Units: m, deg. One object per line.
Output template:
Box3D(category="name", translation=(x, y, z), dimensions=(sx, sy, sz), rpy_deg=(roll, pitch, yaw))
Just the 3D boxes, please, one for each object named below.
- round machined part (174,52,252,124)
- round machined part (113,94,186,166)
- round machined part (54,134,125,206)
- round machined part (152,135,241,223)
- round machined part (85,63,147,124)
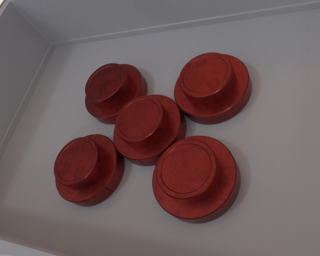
Box3D(category="round machined part", translation=(0.063, -0.057, 0.394), dimensions=(0.098, 0.042, 0.098), rpy_deg=(-13, 56, 20))
Box3D(category="round machined part", translation=(-0.019, -0.003, 0.403), dimensions=(0.098, 0.042, 0.098), rpy_deg=(-13, 56, 20))
Box3D(category="round machined part", translation=(-0.100, 0.051, 0.413), dimensions=(0.098, 0.042, 0.098), rpy_deg=(-13, 56, 20))
Box3D(category="round machined part", translation=(0.035, 0.051, 0.342), dimensions=(0.098, 0.042, 0.098), rpy_deg=(-13, 56, 20))
Box3D(category="round machined part", translation=(-0.072, -0.058, 0.465), dimensions=(0.098, 0.042, 0.098), rpy_deg=(-13, 56, 20))
